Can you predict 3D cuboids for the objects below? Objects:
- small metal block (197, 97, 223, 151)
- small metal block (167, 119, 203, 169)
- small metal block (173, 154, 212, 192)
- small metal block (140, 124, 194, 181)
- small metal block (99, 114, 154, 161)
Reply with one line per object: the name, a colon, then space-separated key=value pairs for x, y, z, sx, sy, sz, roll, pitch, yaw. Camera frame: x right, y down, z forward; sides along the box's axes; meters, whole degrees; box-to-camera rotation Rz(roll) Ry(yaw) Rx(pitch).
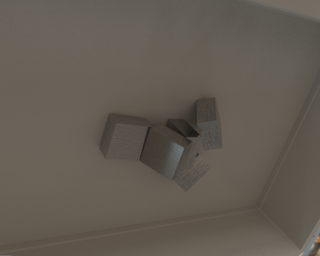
small metal block: x=0.068 y=-0.006 z=0.423 sx=0.025 sy=0.050 sz=0.050 roll=-9 pitch=129 yaw=15
small metal block: x=0.027 y=0.022 z=0.421 sx=0.025 sy=0.050 sz=0.050 roll=1 pitch=118 yaw=-29
small metal block: x=0.044 y=0.061 z=0.451 sx=0.050 sy=0.050 sz=0.025 roll=-44 pitch=95 yaw=1
small metal block: x=0.008 y=0.030 z=0.391 sx=0.025 sy=0.050 sz=0.050 roll=-24 pitch=139 yaw=-55
small metal block: x=-0.043 y=0.013 z=0.391 sx=0.050 sy=0.025 sz=0.050 roll=7 pitch=115 yaw=-32
